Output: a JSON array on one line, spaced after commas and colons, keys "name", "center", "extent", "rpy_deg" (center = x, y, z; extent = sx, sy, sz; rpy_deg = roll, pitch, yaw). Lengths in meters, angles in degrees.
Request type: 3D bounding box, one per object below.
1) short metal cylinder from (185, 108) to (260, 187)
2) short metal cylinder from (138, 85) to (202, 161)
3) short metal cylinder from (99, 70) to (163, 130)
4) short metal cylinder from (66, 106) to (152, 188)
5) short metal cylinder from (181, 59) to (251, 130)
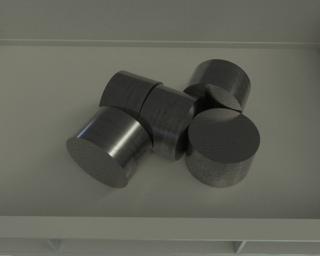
[{"name": "short metal cylinder", "center": [0.072, 0.023, 0.368], "extent": [0.081, 0.050, 0.080], "rpy_deg": [0, 50, 0]}, {"name": "short metal cylinder", "center": [0.012, -0.007, 0.374], "extent": [0.050, 0.080, 0.080], "rpy_deg": [21, 53, 16]}, {"name": "short metal cylinder", "center": [-0.034, -0.027, 0.389], "extent": [0.050, 0.080, 0.080], "rpy_deg": [20, 53, 16]}, {"name": "short metal cylinder", "center": [-0.056, 0.022, 0.348], "extent": [0.080, 0.080, 0.050], "rpy_deg": [23, 54, 18]}, {"name": "short metal cylinder", "center": [0.072, -0.042, 0.403], "extent": [0.080, 0.080, 0.050], "rpy_deg": [18, 52, 14]}]
